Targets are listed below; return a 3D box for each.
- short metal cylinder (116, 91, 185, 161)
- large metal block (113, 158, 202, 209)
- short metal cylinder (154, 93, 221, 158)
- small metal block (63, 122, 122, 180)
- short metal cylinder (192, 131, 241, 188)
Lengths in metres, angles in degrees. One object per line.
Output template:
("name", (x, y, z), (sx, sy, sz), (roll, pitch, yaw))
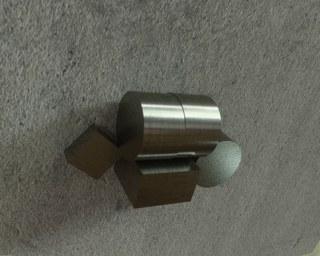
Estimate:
("short metal cylinder", (-0.013, -0.002, 0.365), (0.050, 0.080, 0.079), (1, 118, -29))
("large metal block", (-0.006, 0.054, 0.404), (0.081, 0.080, 0.050), (1, 118, -29))
("short metal cylinder", (0.031, -0.003, 0.388), (0.050, 0.080, 0.079), (1, 118, -29))
("small metal block", (-0.081, 0.030, 0.383), (0.050, 0.025, 0.050), (-44, 129, 2))
("short metal cylinder", (0.071, 0.040, 0.456), (0.081, 0.050, 0.079), (-14, 124, -21))
